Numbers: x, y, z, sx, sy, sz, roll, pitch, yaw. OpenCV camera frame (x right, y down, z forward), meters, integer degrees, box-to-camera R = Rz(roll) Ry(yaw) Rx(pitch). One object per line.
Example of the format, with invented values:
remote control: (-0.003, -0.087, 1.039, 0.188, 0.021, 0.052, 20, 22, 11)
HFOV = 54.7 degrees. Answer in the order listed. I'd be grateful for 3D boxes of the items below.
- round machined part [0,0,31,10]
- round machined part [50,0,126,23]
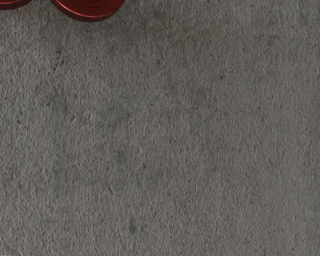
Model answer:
round machined part: (-0.178, -0.183, 0.334, 0.099, 0.042, 0.097, 0, 90, -20)
round machined part: (-0.088, -0.174, 0.367, 0.099, 0.042, 0.097, 0, 90, -22)
